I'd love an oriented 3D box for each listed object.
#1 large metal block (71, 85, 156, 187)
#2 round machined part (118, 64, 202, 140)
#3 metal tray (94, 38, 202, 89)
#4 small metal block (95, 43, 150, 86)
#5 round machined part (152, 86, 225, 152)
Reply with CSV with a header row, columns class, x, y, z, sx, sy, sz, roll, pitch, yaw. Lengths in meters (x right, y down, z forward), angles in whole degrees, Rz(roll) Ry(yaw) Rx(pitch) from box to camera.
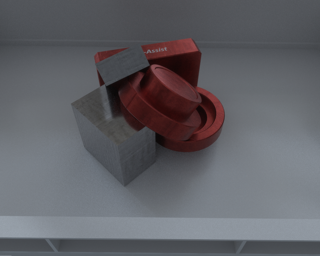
class,x,y,z,sx,sy,sz,roll,pitch,yaw
large metal block,-0.051,0.008,0.361,0.050,0.080,0.080,-37,59,-27
round machined part,0.007,-0.034,0.346,0.098,0.042,0.098,30,24,-15
metal tray,-0.015,-0.066,0.415,0.131,0.089,0.030,-12,52,-10
small metal block,-0.043,-0.070,0.341,0.050,0.025,0.050,-27,16,-6
round machined part,0.031,-0.008,0.401,0.099,0.042,0.098,0,50,0
